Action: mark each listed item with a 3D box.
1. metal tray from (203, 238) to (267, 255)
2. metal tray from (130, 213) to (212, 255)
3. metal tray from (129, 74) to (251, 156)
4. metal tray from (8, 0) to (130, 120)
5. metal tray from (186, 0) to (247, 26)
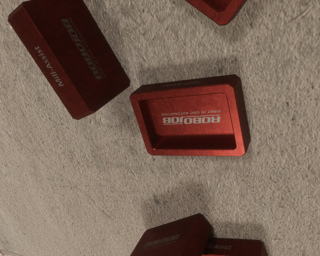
[{"bbox_3d":[0.098,0.211,0.473,0.130,0.030,0.090,-9,119,29],"label":"metal tray"},{"bbox_3d":[0.009,0.186,0.473,0.130,0.090,0.030,-31,101,37],"label":"metal tray"},{"bbox_3d":[0.036,-0.011,0.376,0.130,0.030,0.089,-2,118,29],"label":"metal tray"},{"bbox_3d":[-0.098,-0.086,0.361,0.030,0.090,0.130,-19,109,35],"label":"metal tray"},{"bbox_3d":[0.035,-0.168,0.279,0.130,0.030,0.089,37,129,2],"label":"metal tray"}]
